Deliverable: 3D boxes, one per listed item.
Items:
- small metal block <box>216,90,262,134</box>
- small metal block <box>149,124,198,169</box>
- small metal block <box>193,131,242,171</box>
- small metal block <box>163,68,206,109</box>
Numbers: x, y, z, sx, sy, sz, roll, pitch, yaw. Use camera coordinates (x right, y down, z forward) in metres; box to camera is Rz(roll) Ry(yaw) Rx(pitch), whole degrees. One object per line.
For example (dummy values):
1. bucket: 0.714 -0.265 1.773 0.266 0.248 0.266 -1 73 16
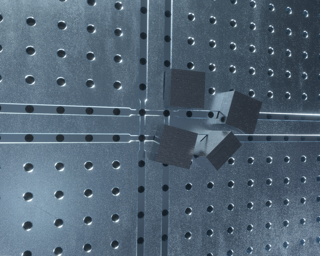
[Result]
1. small metal block: 0.117 -0.022 0.458 0.050 0.025 0.050 19 84 -20
2. small metal block: 0.018 0.025 0.421 0.050 0.025 0.050 16 85 -20
3. small metal block: 0.076 0.030 0.429 0.050 0.050 0.025 -43 104 -15
4. small metal block: 0.033 -0.053 0.426 0.050 0.025 0.050 3 89 -21
